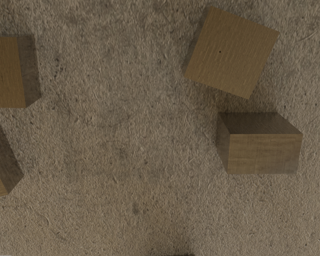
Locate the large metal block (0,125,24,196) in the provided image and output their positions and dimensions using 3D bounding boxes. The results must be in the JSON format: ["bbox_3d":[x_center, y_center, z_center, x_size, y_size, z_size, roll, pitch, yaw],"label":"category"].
[{"bbox_3d":[-0.245,0.051,0.413,0.080,0.050,0.080,-14,110,5],"label":"large metal block"}]

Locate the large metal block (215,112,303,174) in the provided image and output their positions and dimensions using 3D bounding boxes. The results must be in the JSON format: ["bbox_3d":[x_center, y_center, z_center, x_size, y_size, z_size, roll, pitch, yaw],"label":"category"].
[{"bbox_3d":[0.118,0.016,0.387,0.081,0.080,0.050,0,110,0],"label":"large metal block"}]

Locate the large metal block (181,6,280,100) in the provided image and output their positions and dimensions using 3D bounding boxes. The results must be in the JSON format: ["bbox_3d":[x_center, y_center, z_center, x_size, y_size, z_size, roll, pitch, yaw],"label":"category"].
[{"bbox_3d":[0.078,-0.089,0.364,0.080,0.050,0.079,18,109,-7],"label":"large metal block"}]

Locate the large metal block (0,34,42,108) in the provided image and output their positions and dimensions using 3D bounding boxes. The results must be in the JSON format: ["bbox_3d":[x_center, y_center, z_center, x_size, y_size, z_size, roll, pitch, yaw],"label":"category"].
[{"bbox_3d":[-0.195,-0.070,0.369,0.081,0.050,0.079,1,110,-1],"label":"large metal block"}]
